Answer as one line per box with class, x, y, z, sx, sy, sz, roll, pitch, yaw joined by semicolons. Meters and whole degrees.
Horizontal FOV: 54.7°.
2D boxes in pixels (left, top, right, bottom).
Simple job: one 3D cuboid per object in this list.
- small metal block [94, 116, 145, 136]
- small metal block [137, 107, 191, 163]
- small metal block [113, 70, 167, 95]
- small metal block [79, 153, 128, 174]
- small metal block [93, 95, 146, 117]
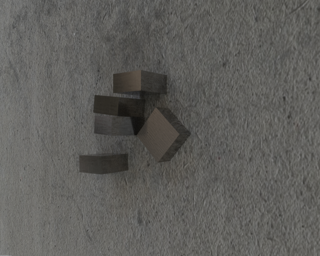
small metal block;-0.057;-0.003;0.429;0.050;0.050;0.025;4;93;53
small metal block;0.004;0.009;0.402;0.050;0.025;0.050;50;119;28
small metal block;-0.026;-0.058;0.410;0.050;0.050;0.025;1;91;40
small metal block;-0.083;0.052;0.457;0.050;0.050;0.025;-2;89;40
small metal block;-0.057;-0.031;0.436;0.050;0.050;0.025;9;96;39
